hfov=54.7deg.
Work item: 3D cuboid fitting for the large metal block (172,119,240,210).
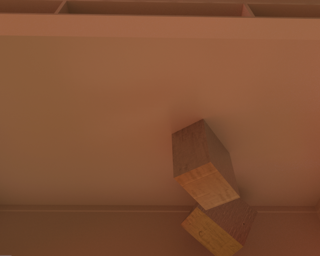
[{"bbox_3d":[0.060,0.049,0.415,0.050,0.080,0.080,-27,125,21],"label":"large metal block"}]

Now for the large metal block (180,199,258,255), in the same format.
[{"bbox_3d":[0.091,0.138,0.471,0.080,0.080,0.050,39,126,10],"label":"large metal block"}]
